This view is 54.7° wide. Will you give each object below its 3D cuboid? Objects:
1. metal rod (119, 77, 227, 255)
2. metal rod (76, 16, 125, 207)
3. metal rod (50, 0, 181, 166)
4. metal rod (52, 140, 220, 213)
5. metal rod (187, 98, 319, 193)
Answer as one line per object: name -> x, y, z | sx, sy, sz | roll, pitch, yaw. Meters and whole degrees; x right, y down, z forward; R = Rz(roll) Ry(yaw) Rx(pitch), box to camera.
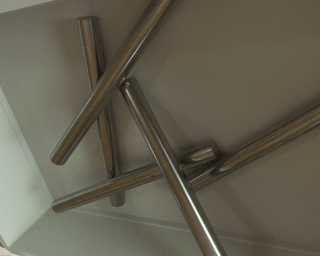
metal rod -> 0.025, 0.073, 0.376 | 0.025, 0.025, 0.299 | -34, 80, 38
metal rod -> -0.079, -0.004, 0.448 | 0.025, 0.025, 0.298 | 10, 123, 23
metal rod -> -0.067, -0.050, 0.386 | 0.025, 0.025, 0.298 | 41, 121, 0
metal rod -> -0.052, 0.080, 0.458 | 0.300, 0.025, 0.025 | -23, 106, 28
metal rod -> 0.125, 0.014, 0.351 | 0.025, 0.025, 0.299 | 47, 129, -5
